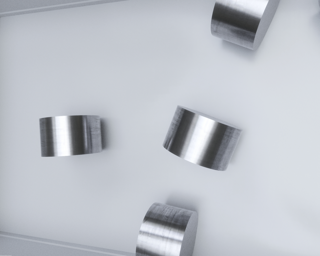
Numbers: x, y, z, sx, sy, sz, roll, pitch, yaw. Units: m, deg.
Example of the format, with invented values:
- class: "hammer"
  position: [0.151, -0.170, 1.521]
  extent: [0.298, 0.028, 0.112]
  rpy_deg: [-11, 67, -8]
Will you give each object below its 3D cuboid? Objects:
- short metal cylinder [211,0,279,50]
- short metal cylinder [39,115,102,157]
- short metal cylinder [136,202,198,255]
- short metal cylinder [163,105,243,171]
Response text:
- class: "short metal cylinder"
  position: [0.098, -0.134, 0.347]
  extent: [0.050, 0.080, 0.080]
  rpy_deg: [26, 99, 18]
- class: "short metal cylinder"
  position: [-0.121, 0.011, 0.424]
  extent: [0.080, 0.080, 0.050]
  rpy_deg: [-4, 89, 20]
- class: "short metal cylinder"
  position: [0.011, 0.136, 0.377]
  extent: [0.050, 0.080, 0.079]
  rpy_deg: [9, 93, 20]
- class: "short metal cylinder"
  position: [0.049, 0.010, 0.364]
  extent: [0.080, 0.080, 0.050]
  rpy_deg: [23, 98, 18]
